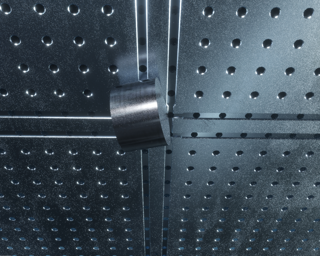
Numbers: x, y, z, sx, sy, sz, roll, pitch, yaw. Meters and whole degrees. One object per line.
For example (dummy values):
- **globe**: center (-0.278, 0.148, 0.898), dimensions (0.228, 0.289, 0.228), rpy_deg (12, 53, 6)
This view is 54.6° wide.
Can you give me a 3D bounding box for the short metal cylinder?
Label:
- **short metal cylinder**: center (-0.021, -0.015, 0.362), dimensions (0.050, 0.080, 0.080), rpy_deg (-10, 130, 8)
